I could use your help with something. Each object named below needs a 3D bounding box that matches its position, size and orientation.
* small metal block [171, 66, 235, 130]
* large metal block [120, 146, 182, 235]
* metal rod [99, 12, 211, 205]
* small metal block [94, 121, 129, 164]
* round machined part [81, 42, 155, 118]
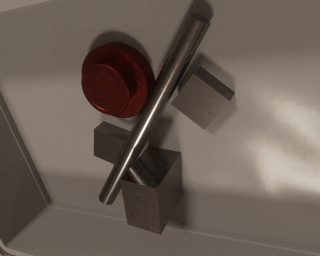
[{"bbox_3d":[0.049,-0.034,0.360,0.050,0.025,0.050,38,129,2],"label":"small metal block"},{"bbox_3d":[-0.008,0.083,0.427,0.050,0.080,0.079,10,123,22],"label":"large metal block"},{"bbox_3d":[-0.020,-0.002,0.396,0.025,0.025,0.298,33,122,6],"label":"metal rod"},{"bbox_3d":[-0.069,0.024,0.458,0.050,0.025,0.050,20,126,16],"label":"small metal block"},{"bbox_3d":[-0.059,-0.055,0.393,0.098,0.042,0.097,13,124,20],"label":"round machined part"}]
